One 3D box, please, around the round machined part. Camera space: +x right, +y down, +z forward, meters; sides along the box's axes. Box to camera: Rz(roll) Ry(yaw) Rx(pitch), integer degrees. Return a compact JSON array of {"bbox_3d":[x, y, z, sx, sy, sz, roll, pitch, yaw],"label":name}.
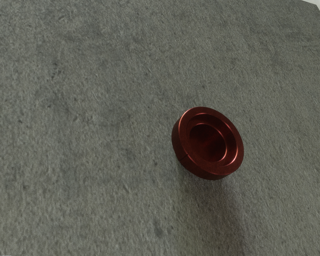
[{"bbox_3d":[0.059,0.024,0.412,0.099,0.042,0.098,14,56,-21],"label":"round machined part"}]
